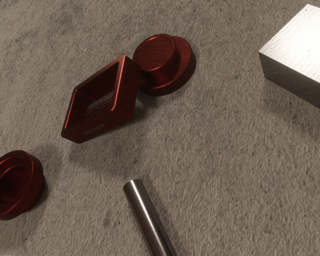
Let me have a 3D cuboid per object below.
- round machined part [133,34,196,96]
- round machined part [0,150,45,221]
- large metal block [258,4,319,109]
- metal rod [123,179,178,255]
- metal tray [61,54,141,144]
[{"bbox_3d":[-0.001,-0.098,0.452,0.098,0.042,0.098,-13,56,20],"label":"round machined part"},{"bbox_3d":[-0.207,0.085,0.447,0.098,0.042,0.098,-13,56,20],"label":"round machined part"},{"bbox_3d":[0.173,-0.081,0.347,0.080,0.050,0.080,-44,51,-3],"label":"large metal block"},{"bbox_3d":[0.028,0.171,0.283,0.025,0.025,0.300,-35,51,5],"label":"metal rod"},{"bbox_3d":[-0.085,-0.037,0.437,0.130,0.030,0.090,-22,51,41],"label":"metal tray"}]
